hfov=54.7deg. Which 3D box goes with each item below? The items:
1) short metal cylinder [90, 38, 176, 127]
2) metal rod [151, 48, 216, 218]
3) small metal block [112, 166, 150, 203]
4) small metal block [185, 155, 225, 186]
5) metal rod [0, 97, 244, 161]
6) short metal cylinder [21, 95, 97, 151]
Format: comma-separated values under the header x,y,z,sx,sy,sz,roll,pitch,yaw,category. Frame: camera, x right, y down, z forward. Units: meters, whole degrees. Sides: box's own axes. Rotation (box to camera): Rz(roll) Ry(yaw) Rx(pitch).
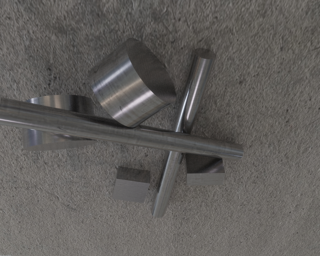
x,y,z,sx,sy,sz,roll,pitch,yaw,category
-0.027,-0.048,0.330,0.050,0.080,0.080,-32,123,24,short metal cylinder
0.023,0.031,0.433,0.025,0.025,0.298,8,130,-7,metal rod
-0.045,0.089,0.482,0.050,0.025,0.050,10,130,-9,small metal block
0.061,0.053,0.437,0.050,0.050,0.025,-1,130,1,small metal block
-0.019,0.009,0.357,0.302,0.025,0.025,11,131,-31,metal rod
-0.116,-0.004,0.359,0.080,0.050,0.080,-8,173,-1,short metal cylinder
